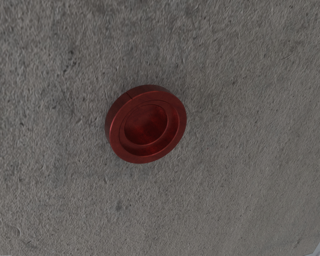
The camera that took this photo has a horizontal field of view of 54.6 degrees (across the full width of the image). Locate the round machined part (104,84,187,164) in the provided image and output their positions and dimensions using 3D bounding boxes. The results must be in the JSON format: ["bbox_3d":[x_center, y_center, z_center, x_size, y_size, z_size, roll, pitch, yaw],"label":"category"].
[{"bbox_3d":[-0.020,-0.008,0.379,0.099,0.042,0.097,-14,124,-21],"label":"round machined part"}]
